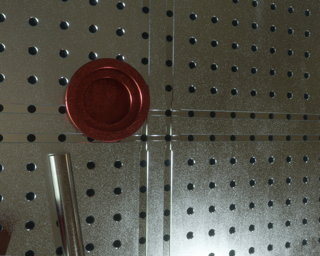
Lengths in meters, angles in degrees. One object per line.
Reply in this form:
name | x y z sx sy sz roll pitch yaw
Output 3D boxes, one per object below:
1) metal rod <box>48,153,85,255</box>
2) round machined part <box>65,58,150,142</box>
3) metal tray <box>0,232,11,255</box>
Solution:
metal rod | -0.100 0.179 0.375 0.025 0.025 0.298 -9 93 -20
round machined part | -0.065 -0.033 0.379 0.099 0.042 0.097 0 90 -20
metal tray | -0.202 0.173 0.303 0.030 0.090 0.130 34 79 -17
